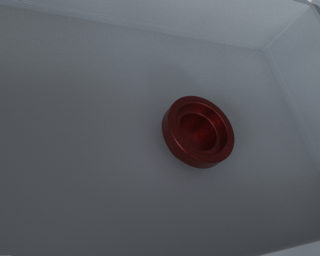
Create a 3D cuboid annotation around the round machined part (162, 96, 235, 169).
[{"bbox_3d":[0.046,0.009,0.414,0.099,0.042,0.098,13,56,-21],"label":"round machined part"}]
